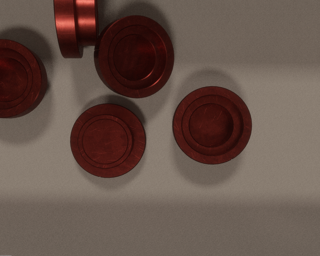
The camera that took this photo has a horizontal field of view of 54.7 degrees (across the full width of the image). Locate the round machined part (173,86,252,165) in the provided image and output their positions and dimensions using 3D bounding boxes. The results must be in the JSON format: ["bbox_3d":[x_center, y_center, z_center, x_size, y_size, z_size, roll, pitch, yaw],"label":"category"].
[{"bbox_3d":[0.065,-0.003,0.404,0.099,0.042,0.097,0,90,-1],"label":"round machined part"}]

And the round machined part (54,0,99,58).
[{"bbox_3d":[-0.097,-0.134,0.374,0.042,0.098,0.097,-2,90,-8],"label":"round machined part"}]

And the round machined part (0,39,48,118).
[{"bbox_3d":[-0.195,-0.061,0.400,0.099,0.042,0.097,0,90,-1],"label":"round machined part"}]

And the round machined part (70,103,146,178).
[{"bbox_3d":[-0.068,0.017,0.402,0.099,0.042,0.097,0,90,-1],"label":"round machined part"}]

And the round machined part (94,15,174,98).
[{"bbox_3d":[-0.035,-0.088,0.389,0.099,0.042,0.097,-7,105,-27],"label":"round machined part"}]
